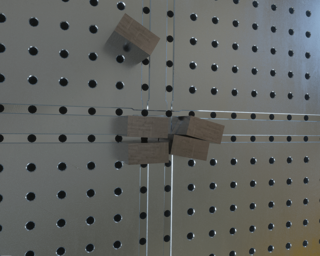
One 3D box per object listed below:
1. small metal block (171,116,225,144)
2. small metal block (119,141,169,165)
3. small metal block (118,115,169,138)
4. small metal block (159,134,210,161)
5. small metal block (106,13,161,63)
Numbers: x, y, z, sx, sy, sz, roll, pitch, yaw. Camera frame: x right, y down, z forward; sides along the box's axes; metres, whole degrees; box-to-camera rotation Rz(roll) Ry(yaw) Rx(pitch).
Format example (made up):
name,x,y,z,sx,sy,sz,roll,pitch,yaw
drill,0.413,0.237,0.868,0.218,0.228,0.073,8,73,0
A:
name,x,y,z,sx,sy,sz,roll,pitch,yaw
small metal block,0.050,0.003,0.417,0.050,0.050,0.025,16,85,-19
small metal block,-0.022,0.030,0.391,0.050,0.050,0.025,-1,91,-20
small metal block,-0.022,-0.001,0.391,0.050,0.050,0.025,3,89,-20
small metal block,0.030,0.025,0.410,0.050,0.050,0.025,12,86,-20
small metal block,-0.034,-0.110,0.386,0.050,0.050,0.025,32,80,-17
